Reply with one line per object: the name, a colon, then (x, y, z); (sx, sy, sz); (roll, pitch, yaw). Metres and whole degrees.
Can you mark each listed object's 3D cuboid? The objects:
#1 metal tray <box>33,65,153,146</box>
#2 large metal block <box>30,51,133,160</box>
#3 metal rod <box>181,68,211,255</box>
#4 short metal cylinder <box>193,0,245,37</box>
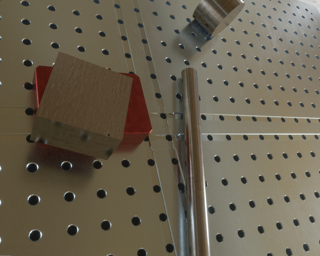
metal tray: (-0.082, -0.026, 0.378); (0.131, 0.030, 0.090); (0, 62, -29)
large metal block: (-0.080, -0.021, 0.324); (0.081, 0.050, 0.080); (18, 55, -18)
metal rod: (0.045, 0.041, 0.408); (0.025, 0.025, 0.299); (14, 56, -21)
short metal cylinder: (0.106, -0.213, 0.563); (0.050, 0.080, 0.080); (48, 51, 5)
